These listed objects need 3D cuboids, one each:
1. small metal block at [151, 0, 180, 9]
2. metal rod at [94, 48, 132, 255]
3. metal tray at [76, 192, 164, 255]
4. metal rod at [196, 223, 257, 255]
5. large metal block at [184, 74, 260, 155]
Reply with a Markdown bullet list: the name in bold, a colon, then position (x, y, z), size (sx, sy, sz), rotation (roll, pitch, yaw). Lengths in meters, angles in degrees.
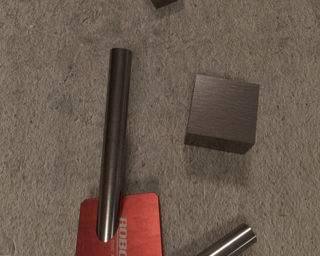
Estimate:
- **small metal block**: position (0.006, -0.224, 0.490), size (0.050, 0.025, 0.050), rotation (-25, 72, -9)
- **metal rod**: position (-0.054, 0.061, 0.342), size (0.025, 0.025, 0.298), rotation (4, 86, 1)
- **metal tray**: position (-0.041, 0.137, 0.329), size (0.091, 0.030, 0.130), rotation (-6, 50, 1)
- **metal rod**: position (-0.023, 0.190, 0.320), size (0.302, 0.025, 0.025), rotation (-27, 73, -17)
- **large metal block**: position (0.079, -0.016, 0.402), size (0.080, 0.050, 0.080), rotation (10, 70, 3)
